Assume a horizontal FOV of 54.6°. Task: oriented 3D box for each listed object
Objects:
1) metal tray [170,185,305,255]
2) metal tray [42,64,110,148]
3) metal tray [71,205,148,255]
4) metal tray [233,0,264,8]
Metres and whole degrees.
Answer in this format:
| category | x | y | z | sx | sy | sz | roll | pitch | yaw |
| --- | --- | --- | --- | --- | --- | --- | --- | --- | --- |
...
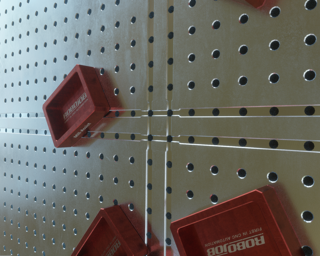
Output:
| category | x | y | z | sx | sy | sz | roll | pitch | yaw |
| --- | --- | --- | --- | --- | --- | --- | --- | --- | --- |
| metal tray | 0.079 | 0.128 | 0.341 | 0.130 | 0.030 | 0.090 | -33 | 69 | 35 |
| metal tray | -0.147 | -0.034 | 0.529 | 0.130 | 0.030 | 0.090 | -37 | 67 | 33 |
| metal tray | -0.082 | 0.194 | 0.475 | 0.090 | 0.030 | 0.129 | 48 | 118 | 29 |
| metal tray | 0.094 | -0.206 | 0.328 | 0.090 | 0.030 | 0.129 | 37 | 113 | 34 |
